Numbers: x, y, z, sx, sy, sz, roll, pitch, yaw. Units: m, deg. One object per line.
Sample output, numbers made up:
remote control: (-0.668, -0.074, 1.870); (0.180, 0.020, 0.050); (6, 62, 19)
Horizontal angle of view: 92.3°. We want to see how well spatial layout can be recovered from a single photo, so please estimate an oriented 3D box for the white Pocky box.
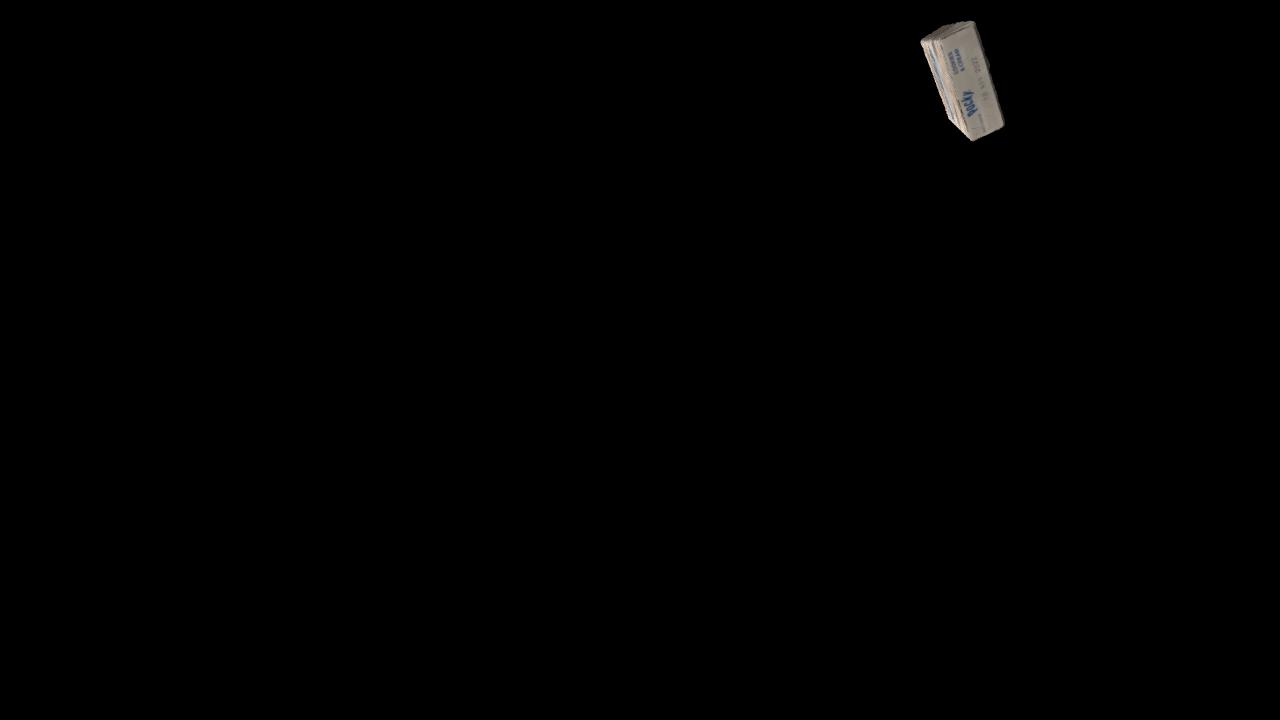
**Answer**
white Pocky box: (0.273, -0.241, 0.525); (0.028, 0.084, 0.154); (-21, 18, 27)
